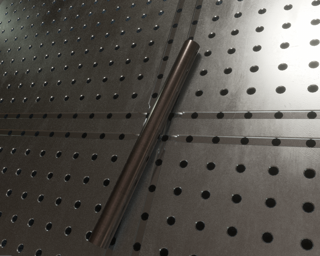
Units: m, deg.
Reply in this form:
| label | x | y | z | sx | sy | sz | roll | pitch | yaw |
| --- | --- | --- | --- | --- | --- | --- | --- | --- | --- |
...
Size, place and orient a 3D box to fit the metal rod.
| label | x | y | z | sx | sy | sz | roll | pitch | yaw |
| --- | --- | --- | --- | --- | --- | --- | --- | --- | --- |
| metal rod | -0.012 | 0.007 | 0.408 | 0.025 | 0.025 | 0.300 | 12 | 68 | 33 |
